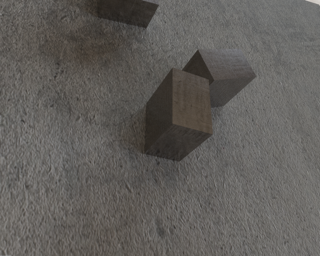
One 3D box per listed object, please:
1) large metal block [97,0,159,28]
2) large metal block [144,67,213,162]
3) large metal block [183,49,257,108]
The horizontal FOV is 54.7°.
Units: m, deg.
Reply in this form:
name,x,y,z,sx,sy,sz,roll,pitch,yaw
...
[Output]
name,x,y,z,sx,sy,sz,roll,pitch,yaw
large metal block,-0.054,-0.212,0.488,0.081,0.050,0.080,4,60,-26
large metal block,0.020,-0.014,0.388,0.050,0.080,0.080,15,56,-20
large metal block,0.076,-0.069,0.451,0.081,0.080,0.050,-10,67,-33
